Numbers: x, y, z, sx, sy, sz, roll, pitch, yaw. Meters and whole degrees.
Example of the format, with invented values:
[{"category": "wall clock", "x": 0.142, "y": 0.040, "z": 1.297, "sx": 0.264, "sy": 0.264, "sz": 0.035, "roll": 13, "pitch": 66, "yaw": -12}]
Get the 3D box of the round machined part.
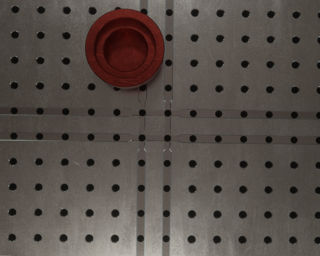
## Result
[{"category": "round machined part", "x": -0.044, "y": -0.100, "z": 0.404, "sx": 0.099, "sy": 0.042, "sz": 0.097, "roll": 0, "pitch": 90, "yaw": -1}]
